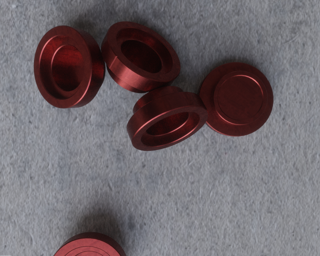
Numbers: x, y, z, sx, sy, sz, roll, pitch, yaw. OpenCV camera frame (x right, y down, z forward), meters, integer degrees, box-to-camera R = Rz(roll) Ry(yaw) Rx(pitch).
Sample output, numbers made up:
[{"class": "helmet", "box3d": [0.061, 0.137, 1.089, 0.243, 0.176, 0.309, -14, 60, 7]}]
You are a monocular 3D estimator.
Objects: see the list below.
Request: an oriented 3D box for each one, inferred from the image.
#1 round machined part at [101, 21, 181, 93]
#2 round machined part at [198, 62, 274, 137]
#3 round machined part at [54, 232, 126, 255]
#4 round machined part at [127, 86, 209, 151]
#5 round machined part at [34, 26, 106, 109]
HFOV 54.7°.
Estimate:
[{"class": "round machined part", "box3d": [-0.027, -0.082, 0.383, 0.098, 0.098, 0.042, 42, 132, 0]}, {"class": "round machined part", "box3d": [0.099, -0.038, 0.403, 0.099, 0.042, 0.097, 0, 90, -1]}, {"class": "round machined part", "box3d": [-0.089, 0.183, 0.400, 0.099, 0.042, 0.097, 0, 90, -1]}, {"class": "round machined part", "box3d": [0.006, -0.014, 0.379, 0.098, 0.098, 0.042, -24, 65, 0]}, {"class": "round machined part", "box3d": [-0.107, -0.074, 0.386, 0.098, 0.042, 0.097, 4, 97, 30]}]
